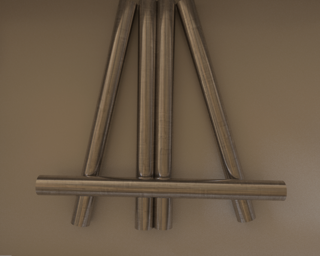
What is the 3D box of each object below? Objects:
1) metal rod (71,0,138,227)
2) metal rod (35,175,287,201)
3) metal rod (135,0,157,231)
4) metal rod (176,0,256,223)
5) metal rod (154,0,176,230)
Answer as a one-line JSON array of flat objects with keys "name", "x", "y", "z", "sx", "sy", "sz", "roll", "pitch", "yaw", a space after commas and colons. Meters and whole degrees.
[{"name": "metal rod", "x": -0.073, "y": -0.020, "z": 0.410, "sx": 0.025, "sy": 0.025, "sz": 0.298, "roll": 12, "pitch": 90, "yaw": 0}, {"name": "metal rod", "x": 0.002, "y": 0.074, "z": 0.384, "sx": 0.302, "sy": 0.025, "sz": 0.025, "roll": 1, "pitch": 90, "yaw": 0}, {"name": "metal rod", "x": -0.018, "y": -0.017, "z": 0.410, "sx": 0.025, "sy": 0.025, "sz": 0.298, "roll": 1, "pitch": 90, "yaw": 0}, {"name": "metal rod", "x": 0.074, "y": -0.023, "z": 0.411, "sx": 0.025, "sy": 0.025, "sz": 0.298, "roll": -16, "pitch": 90, "yaw": 0}, {"name": "metal rod", "x": 0.006, "y": -0.018, "z": 0.410, "sx": 0.025, "sy": 0.025, "sz": 0.298, "roll": 1, "pitch": 90, "yaw": 0}]
